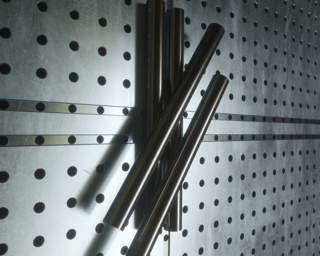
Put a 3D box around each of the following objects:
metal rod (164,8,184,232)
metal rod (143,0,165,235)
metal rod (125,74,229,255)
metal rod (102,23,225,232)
[{"bbox_3d":[0.019,-0.011,0.425,0.025,0.025,0.298,1,89,-40],"label":"metal rod"},{"bbox_3d":[-0.008,-0.014,0.402,0.025,0.025,0.298,1,89,-40],"label":"metal rod"},{"bbox_3d":[0.023,0.053,0.394,0.025,0.025,0.300,42,65,-32],"label":"metal rod"},{"bbox_3d":[0.015,-0.017,0.389,0.025,0.025,0.300,42,65,-32],"label":"metal rod"}]
